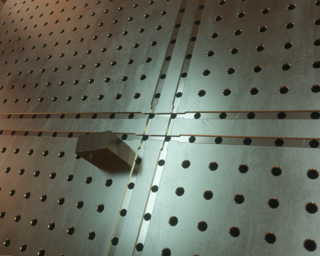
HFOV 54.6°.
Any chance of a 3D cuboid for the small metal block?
[{"bbox_3d":[-0.076,0.029,0.415,0.050,0.050,0.025,-10,58,23],"label":"small metal block"}]
